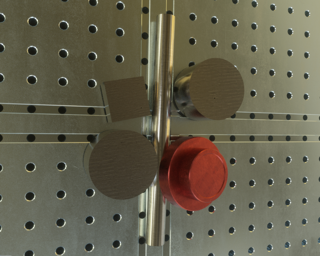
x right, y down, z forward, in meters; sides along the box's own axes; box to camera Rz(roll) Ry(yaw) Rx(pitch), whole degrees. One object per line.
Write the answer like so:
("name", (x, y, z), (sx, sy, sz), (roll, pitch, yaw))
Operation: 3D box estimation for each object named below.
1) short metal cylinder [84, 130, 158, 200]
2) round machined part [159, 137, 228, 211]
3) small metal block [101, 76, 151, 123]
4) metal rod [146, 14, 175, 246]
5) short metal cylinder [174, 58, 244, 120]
("short metal cylinder", (-0.049, 0.042, 0.377), (0.081, 0.050, 0.079), (0, 90, -20))
("round machined part", (0.051, 0.060, 0.405), (0.099, 0.042, 0.097), (0, 89, -36))
("small metal block", (-0.044, -0.036, 0.392), (0.050, 0.025, 0.050), (-12, 94, -20))
("metal rod", (0.001, 0.002, 0.409), (0.025, 0.025, 0.298), (3, 89, -20))
("short metal cylinder", (0.065, -0.050, 0.419), (0.081, 0.050, 0.079), (0, 90, -20))
